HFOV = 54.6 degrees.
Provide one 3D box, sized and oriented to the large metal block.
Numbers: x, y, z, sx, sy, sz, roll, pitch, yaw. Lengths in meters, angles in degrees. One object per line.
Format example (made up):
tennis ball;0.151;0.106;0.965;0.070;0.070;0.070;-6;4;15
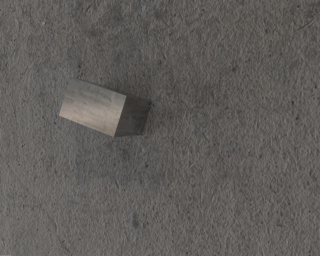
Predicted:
large metal block;-0.067;-0.026;0.404;0.080;0.080;0.050;20;97;19
